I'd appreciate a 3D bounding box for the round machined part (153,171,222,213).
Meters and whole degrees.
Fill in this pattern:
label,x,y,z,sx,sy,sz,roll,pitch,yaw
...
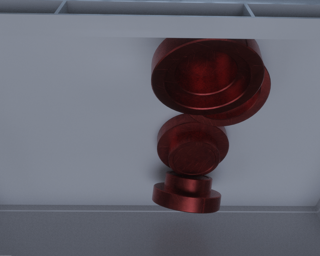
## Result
label,x,y,z,sx,sy,sz,roll,pitch,yaw
round machined part,0.040,0.089,0.450,0.099,0.098,0.042,7,90,-6

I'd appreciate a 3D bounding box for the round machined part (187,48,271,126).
label,x,y,z,sx,sy,sz,roll,pitch,yaw
round machined part,0.071,-0.052,0.354,0.099,0.042,0.097,0,130,0

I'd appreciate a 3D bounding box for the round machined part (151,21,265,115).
label,x,y,z,sx,sy,sz,roll,pitch,yaw
round machined part,0.041,-0.057,0.284,0.099,0.042,0.098,0,146,0

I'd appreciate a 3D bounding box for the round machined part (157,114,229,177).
label,x,y,z,sx,sy,sz,roll,pitch,yaw
round machined part,0.045,0.030,0.423,0.099,0.042,0.097,0,130,0
